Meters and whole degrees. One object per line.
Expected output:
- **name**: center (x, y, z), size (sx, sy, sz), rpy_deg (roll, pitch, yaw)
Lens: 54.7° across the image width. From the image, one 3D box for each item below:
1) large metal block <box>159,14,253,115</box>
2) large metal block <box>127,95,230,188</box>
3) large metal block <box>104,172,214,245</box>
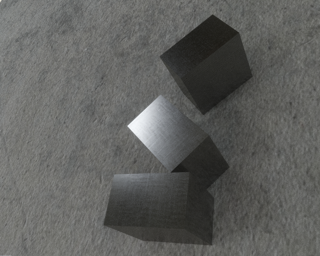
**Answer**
- **large metal block**: center (0.059, -0.076, 0.383), size (0.080, 0.080, 0.050), rpy_deg (-38, 51, 2)
- **large metal block**: center (0.022, 0.021, 0.343), size (0.050, 0.080, 0.080), rpy_deg (-44, 51, -2)
- **large metal block**: center (0.004, 0.084, 0.314), size (0.080, 0.080, 0.050), rpy_deg (-6, 59, 25)
